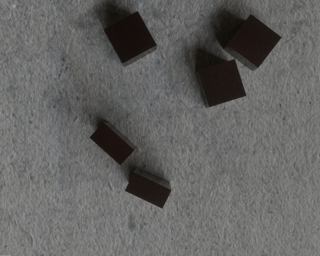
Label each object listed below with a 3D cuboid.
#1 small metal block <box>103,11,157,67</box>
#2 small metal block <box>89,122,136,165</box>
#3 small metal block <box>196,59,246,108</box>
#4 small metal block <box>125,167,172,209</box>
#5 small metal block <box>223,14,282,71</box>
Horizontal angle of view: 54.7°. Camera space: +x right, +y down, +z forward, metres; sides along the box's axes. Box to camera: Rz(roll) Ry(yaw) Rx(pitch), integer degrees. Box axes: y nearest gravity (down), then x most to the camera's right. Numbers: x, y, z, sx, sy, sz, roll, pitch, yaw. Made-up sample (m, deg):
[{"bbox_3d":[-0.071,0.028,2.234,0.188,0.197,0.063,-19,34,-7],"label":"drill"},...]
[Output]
[{"bbox_3d":[-0.038,-0.116,0.409,0.050,0.025,0.050,-29,90,-1],"label":"small metal block"},{"bbox_3d":[-0.058,0.019,0.397,0.050,0.050,0.025,42,90,-1],"label":"small metal block"},{"bbox_3d":[0.080,-0.058,0.411,0.050,0.025,0.050,-17,90,-1],"label":"small metal block"},{"bbox_3d":[-0.014,0.075,0.397,0.050,0.050,0.025,26,90,-1],"label":"small metal block"},{"bbox_3d":[0.122,-0.112,0.412,0.050,0.025,0.050,37,90,-1],"label":"small metal block"}]
